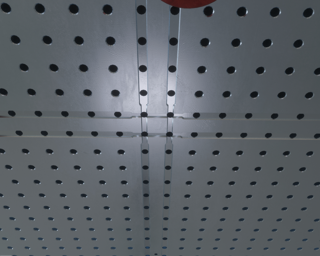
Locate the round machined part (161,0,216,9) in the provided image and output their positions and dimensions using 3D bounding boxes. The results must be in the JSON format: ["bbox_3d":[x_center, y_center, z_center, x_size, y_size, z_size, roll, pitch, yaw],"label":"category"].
[{"bbox_3d":[0.028,-0.153,0.270,0.099,0.042,0.097,0,130,0],"label":"round machined part"}]
